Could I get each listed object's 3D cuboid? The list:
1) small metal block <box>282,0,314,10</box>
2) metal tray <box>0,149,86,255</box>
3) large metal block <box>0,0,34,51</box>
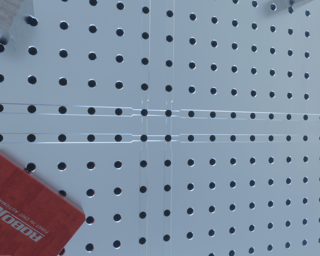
[{"bbox_3d":[0.228,-0.211,0.483,0.050,0.050,0.025,-20,97,-19],"label":"small metal block"},{"bbox_3d":[-0.163,0.097,0.350,0.130,0.030,0.090,42,77,-15],"label":"metal tray"},{"bbox_3d":[-0.181,-0.129,0.316,0.080,0.080,0.050,24,82,-19],"label":"large metal block"}]
